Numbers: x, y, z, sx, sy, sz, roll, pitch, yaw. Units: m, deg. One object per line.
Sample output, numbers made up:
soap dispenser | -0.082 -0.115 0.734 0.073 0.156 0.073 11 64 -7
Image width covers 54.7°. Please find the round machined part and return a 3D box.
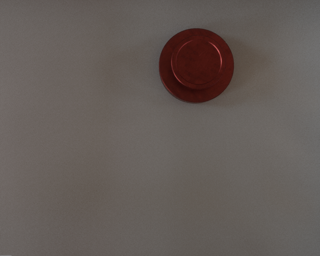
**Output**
round machined part | 0.048 -0.082 0.404 0.099 0.042 0.097 0 90 -1
